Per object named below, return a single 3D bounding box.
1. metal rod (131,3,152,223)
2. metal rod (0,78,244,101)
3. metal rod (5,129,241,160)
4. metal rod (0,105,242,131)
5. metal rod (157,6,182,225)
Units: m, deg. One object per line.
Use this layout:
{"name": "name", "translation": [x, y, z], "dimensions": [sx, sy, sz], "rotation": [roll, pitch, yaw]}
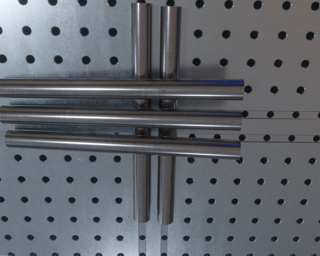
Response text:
{"name": "metal rod", "translation": [-0.024, -0.005, 0.411], "dimensions": [0.025, 0.025, 0.298], "rotation": [1, 110, -1]}
{"name": "metal rod", "translation": [-0.055, -0.047, 0.373], "dimensions": [0.302, 0.025, 0.025], "rotation": [1, 110, 7]}
{"name": "metal rod", "translation": [-0.052, 0.020, 0.398], "dimensions": [0.302, 0.025, 0.025], "rotation": [2, 110, 7]}
{"name": "metal rod", "translation": [-0.054, -0.013, 0.386], "dimensions": [0.302, 0.025, 0.025], "rotation": [2, 110, 7]}
{"name": "metal rod", "translation": [0.011, -0.002, 0.413], "dimensions": [0.025, 0.025, 0.298], "rotation": [1, 110, -1]}
